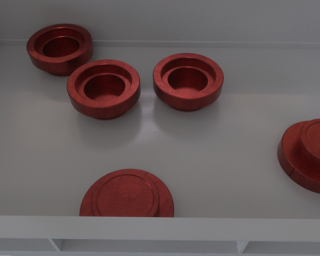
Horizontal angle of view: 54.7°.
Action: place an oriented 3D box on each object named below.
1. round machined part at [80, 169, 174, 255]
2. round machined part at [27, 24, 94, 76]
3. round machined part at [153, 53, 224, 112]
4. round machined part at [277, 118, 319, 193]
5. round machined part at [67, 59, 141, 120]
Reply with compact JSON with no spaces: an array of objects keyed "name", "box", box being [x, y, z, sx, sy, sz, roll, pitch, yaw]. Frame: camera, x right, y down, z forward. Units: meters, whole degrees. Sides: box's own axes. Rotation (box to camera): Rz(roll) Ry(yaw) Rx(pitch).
[{"name":"round machined part","box":[-0.034,0.083,0.323,0.099,0.042,0.098,0,50,0]},{"name":"round machined part","box":[-0.155,-0.120,0.493,0.099,0.042,0.098,0,52,0]},{"name":"round machined part","box":[0.039,-0.062,0.446,0.099,0.042,0.098,0,50,0]},{"name":"round machined part","box":[0.197,0.027,0.373,0.099,0.042,0.098,0,50,0]},{"name":"round machined part","box":[-0.076,-0.050,0.435,0.099,0.042,0.098,0,50,0]}]
